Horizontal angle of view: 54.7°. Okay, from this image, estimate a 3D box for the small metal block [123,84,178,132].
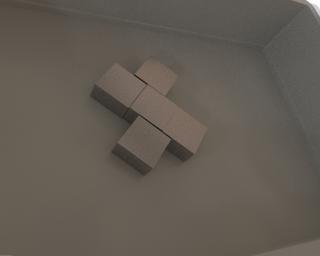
[{"bbox_3d":[-0.012,-0.022,0.409,0.050,0.025,0.050,36,51,-5],"label":"small metal block"}]

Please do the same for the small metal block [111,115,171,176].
[{"bbox_3d":[-0.022,0.021,0.379,0.050,0.025,0.050,37,52,-4],"label":"small metal block"}]

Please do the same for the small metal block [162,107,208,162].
[{"bbox_3d":[0.029,0.008,0.413,0.050,0.025,0.050,36,51,-5],"label":"small metal block"}]

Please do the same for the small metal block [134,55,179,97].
[{"bbox_3d":[-0.009,-0.067,0.439,0.050,0.025,0.050,36,50,-4],"label":"small metal block"}]

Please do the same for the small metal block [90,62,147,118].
[{"bbox_3d":[-0.054,-0.050,0.404,0.050,0.025,0.050,36,51,-5],"label":"small metal block"}]
